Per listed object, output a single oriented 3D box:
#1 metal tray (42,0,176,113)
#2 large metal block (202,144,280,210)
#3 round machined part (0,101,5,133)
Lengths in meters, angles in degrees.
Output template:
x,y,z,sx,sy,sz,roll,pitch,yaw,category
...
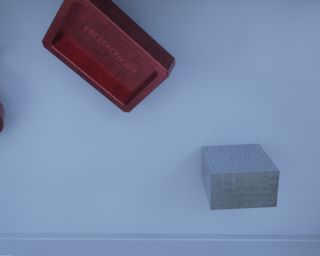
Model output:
x,y,z,sx,sy,sz,roll,pitch,yaw,category
-0.059,-0.086,0.355,0.130,0.030,0.090,40,133,-14,metal tray
0.100,0.061,0.406,0.081,0.080,0.050,-3,110,0,large metal block
-0.242,-0.023,0.373,0.099,0.042,0.098,-10,148,-6,round machined part
